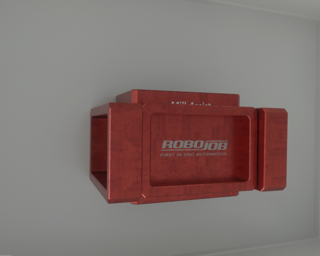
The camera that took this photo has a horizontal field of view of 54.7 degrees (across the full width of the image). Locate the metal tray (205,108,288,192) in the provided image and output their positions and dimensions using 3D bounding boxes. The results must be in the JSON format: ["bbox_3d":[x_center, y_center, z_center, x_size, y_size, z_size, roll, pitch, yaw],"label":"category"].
[{"bbox_3d":[0.101,0.022,0.389,0.030,0.130,0.089,1,90,-20],"label":"metal tray"}]

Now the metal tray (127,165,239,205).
[{"bbox_3d":[0.018,0.064,0.379,0.131,0.090,0.030,0,90,-20],"label":"metal tray"}]

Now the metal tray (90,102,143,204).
[{"bbox_3d":[-0.052,0.021,0.334,0.030,0.130,0.089,1,91,-20],"label":"metal tray"}]

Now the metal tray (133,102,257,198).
[{"bbox_3d":[0.039,0.021,0.324,0.131,0.030,0.089,1,89,-20],"label":"metal tray"}]

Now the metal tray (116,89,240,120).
[{"bbox_3d":[0.019,-0.025,0.380,0.131,0.090,0.030,0,91,-20],"label":"metal tray"}]
